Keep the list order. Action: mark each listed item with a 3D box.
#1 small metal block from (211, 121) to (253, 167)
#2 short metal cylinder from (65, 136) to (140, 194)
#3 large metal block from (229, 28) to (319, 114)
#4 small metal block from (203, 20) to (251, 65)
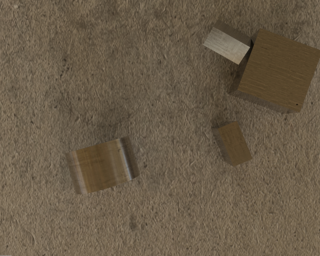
[{"bbox_3d":[0.091,0.019,0.398,0.025,0.050,0.050,-23,90,0],"label":"small metal block"},{"bbox_3d":[-0.070,0.044,0.382,0.080,0.080,0.050,-15,90,0],"label":"short metal cylinder"},{"bbox_3d":[0.145,-0.070,0.399,0.080,0.050,0.080,20,90,-1],"label":"large metal block"},{"bbox_3d":[0.087,-0.111,0.395,0.050,0.050,0.025,29,123,0],"label":"small metal block"}]
